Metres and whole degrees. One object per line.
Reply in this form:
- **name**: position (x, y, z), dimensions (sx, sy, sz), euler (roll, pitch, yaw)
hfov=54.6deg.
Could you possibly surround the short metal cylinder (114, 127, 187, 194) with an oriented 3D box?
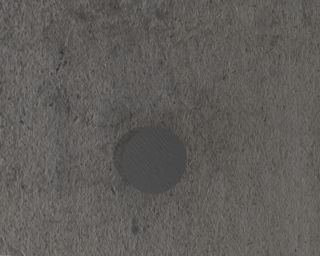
- **short metal cylinder**: position (-0.013, 0.038, 0.391), dimensions (0.081, 0.050, 0.080), euler (0, 90, -20)
